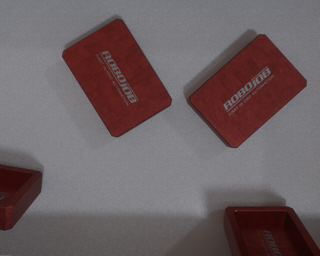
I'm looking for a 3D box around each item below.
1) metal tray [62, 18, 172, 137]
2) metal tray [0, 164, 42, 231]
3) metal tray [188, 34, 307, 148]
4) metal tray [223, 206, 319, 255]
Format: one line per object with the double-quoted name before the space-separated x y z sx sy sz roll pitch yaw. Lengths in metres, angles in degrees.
"metal tray" -0.055 -0.064 0.408 0.090 0.030 0.130 -32 90 -1
"metal tray" -0.223 0.074 0.372 0.131 0.090 0.030 10 108 -2
"metal tray" 0.113 -0.047 0.410 0.130 0.030 0.090 -42 91 -1
"metal tray" 0.132 0.143 0.360 0.091 0.130 0.030 0 112 0
